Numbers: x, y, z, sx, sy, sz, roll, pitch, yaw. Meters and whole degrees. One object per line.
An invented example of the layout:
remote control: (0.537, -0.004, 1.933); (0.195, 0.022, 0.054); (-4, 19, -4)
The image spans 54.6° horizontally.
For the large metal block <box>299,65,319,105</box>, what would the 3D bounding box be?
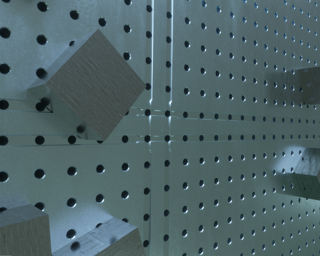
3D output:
large metal block: (0.355, -0.095, 0.669); (0.050, 0.080, 0.080); (-17, 101, -39)

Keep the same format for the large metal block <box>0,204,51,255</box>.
large metal block: (-0.144, 0.120, 0.272); (0.081, 0.050, 0.080); (-6, 94, -40)

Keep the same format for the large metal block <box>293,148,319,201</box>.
large metal block: (0.343, 0.100, 0.678); (0.080, 0.050, 0.080); (-48, 119, -29)

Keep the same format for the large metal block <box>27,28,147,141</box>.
large metal block: (-0.074, -0.043, 0.330); (0.080, 0.050, 0.080); (49, 61, -29)

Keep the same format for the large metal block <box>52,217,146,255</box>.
large metal block: (-0.060, 0.159, 0.342); (0.081, 0.050, 0.080); (-23, 105, -37)
